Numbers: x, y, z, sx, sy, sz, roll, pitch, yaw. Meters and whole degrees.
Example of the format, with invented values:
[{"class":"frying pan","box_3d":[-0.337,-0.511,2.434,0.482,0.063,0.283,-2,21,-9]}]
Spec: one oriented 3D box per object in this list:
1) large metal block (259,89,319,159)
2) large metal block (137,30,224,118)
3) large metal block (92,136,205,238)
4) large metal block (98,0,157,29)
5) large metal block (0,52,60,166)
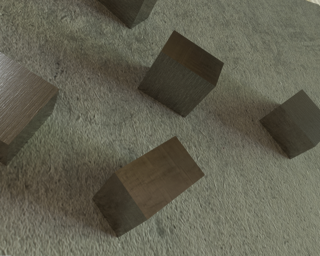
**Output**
[{"class":"large metal block","box_3d":[0.227,-0.008,0.514,0.081,0.050,0.080,-29,78,-37]},{"class":"large metal block","box_3d":[0.027,-0.072,0.426,0.080,0.080,0.050,31,52,-8]},{"class":"large metal block","box_3d":[-0.014,0.062,0.323,0.081,0.080,0.050,-29,78,-37]},{"class":"large metal block","box_3d":[-0.047,-0.216,0.475,0.080,0.080,0.050,42,51,0]},{"class":"large metal block","box_3d":[-0.164,-0.023,0.313,0.080,0.050,0.080,33,51,-7]}]
